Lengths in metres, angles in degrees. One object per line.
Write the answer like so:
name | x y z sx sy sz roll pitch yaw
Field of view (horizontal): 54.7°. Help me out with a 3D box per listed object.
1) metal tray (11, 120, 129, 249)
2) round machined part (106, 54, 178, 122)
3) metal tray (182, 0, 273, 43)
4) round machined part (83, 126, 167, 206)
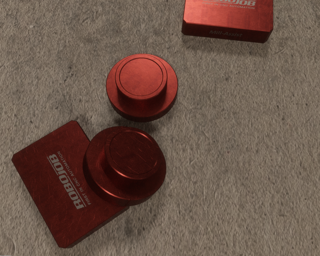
metal tray | -0.108 0.066 0.380 0.090 0.030 0.130 -33 74 -12
round machined part | -0.025 -0.060 0.421 0.099 0.042 0.098 0 70 -1
metal tray | 0.103 -0.182 0.473 0.131 0.030 0.090 7 70 2
round machined part | -0.037 0.038 0.364 0.099 0.042 0.098 14 51 -18
